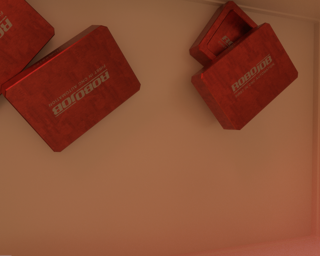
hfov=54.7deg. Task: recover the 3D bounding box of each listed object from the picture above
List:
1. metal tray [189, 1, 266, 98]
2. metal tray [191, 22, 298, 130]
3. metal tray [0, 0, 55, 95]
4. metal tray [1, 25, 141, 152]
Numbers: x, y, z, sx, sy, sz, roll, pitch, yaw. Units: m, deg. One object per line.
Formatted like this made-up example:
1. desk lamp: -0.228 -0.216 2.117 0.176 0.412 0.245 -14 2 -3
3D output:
1. metal tray: 0.118 -0.106 0.452 0.130 0.030 0.090 37 78 -17
2. metal tray: 0.117 -0.069 0.420 0.131 0.030 0.090 -40 103 -16
3. metal tray: -0.188 -0.087 0.323 0.090 0.030 0.130 45 75 -35
4. metal tray: -0.096 -0.046 0.357 0.130 0.030 0.090 -41 124 -16
